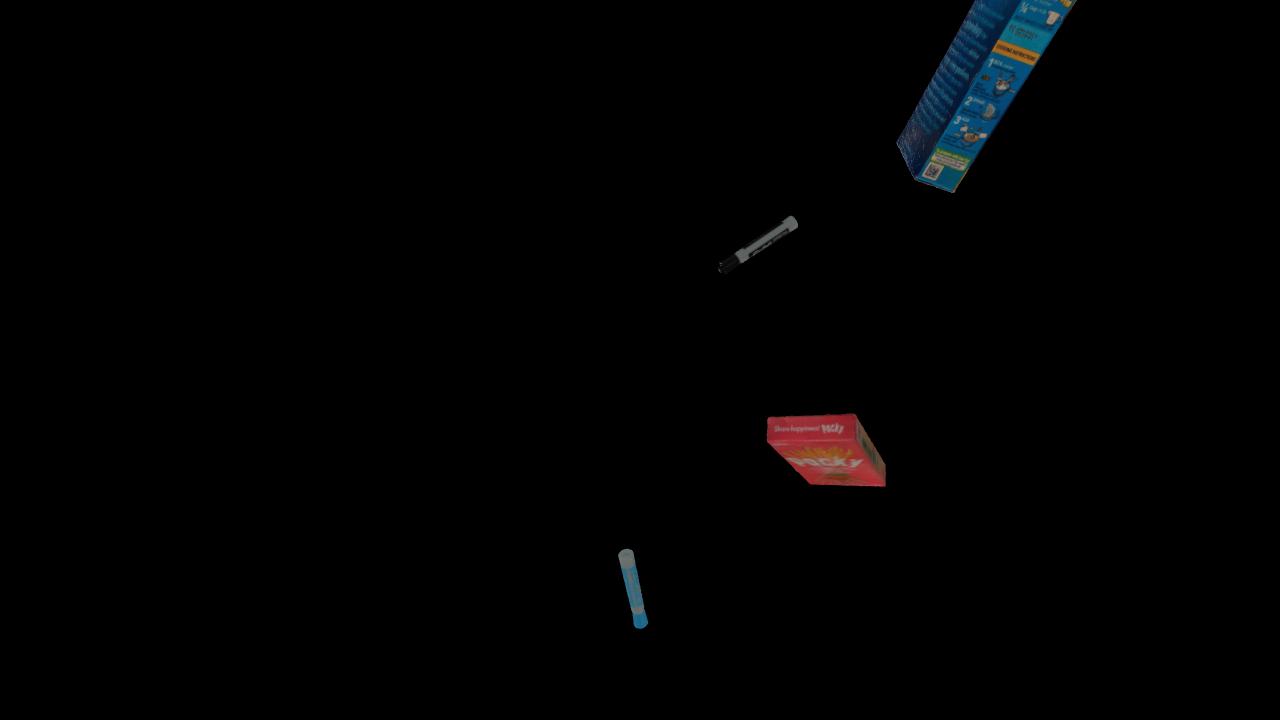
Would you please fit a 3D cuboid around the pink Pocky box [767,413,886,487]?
[{"bbox_3d":[0.193,0.095,0.626,0.084,0.029,0.155,-5,-28,30],"label":"pink Pocky box"}]

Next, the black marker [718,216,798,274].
[{"bbox_3d":[0.155,-0.151,0.816,0.121,0.020,0.020,-33,2,-3],"label":"black marker"}]

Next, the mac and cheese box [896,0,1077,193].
[{"bbox_3d":[0.264,-0.231,0.463,0.041,0.184,0.093,19,38,-2],"label":"mac and cheese box"}]

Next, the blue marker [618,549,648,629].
[{"bbox_3d":[-0.007,0.288,0.766,0.020,0.121,0.020,-9,24,4],"label":"blue marker"}]
